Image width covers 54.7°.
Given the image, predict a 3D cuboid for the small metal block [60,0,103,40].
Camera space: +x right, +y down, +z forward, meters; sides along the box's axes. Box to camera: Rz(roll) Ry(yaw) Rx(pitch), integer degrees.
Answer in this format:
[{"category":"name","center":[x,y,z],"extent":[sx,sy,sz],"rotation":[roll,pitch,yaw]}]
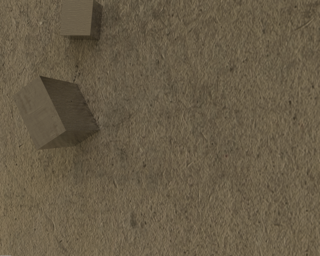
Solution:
[{"category":"small metal block","center":[-0.114,-0.156,0.448],"extent":[0.050,0.025,0.050],"rotation":[6,92,19]}]

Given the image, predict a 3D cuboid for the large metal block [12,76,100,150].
[{"category":"large metal block","center":[-0.140,-0.019,0.428],"extent":[0.050,0.080,0.080],"rotation":[-31,80,17]}]
